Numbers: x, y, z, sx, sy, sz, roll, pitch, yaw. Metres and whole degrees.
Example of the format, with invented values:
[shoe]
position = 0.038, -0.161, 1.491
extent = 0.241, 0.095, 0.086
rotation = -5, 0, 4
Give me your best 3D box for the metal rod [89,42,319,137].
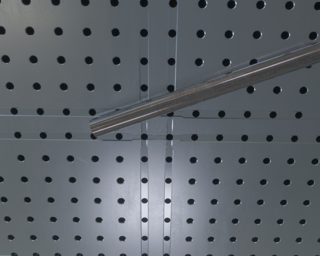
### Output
[metal rod]
position = 0.054, -0.046, 0.396
extent = 0.301, 0.025, 0.025
rotation = -18, 109, 6
